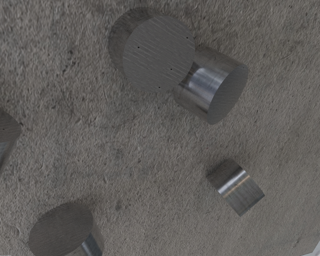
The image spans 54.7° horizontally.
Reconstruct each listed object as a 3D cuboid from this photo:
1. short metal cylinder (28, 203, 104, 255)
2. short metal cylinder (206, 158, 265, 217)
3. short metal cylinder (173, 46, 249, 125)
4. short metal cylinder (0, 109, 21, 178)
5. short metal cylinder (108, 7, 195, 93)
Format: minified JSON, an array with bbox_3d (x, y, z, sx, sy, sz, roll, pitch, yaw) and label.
[{"bbox_3d":[-0.117,0.144,0.396,0.081,0.080,0.050,-23,127,-15],"label":"short metal cylinder"},{"bbox_3d":[0.119,0.094,0.494,0.050,0.080,0.080,-41,129,-1],"label":"short metal cylinder"},{"bbox_3d":[0.062,-0.051,0.373,0.080,0.050,0.080,-39,150,-28],"label":"short metal cylinder"},{"bbox_3d":[-0.177,0.011,0.281,0.080,0.080,0.050,20,108,-36],"label":"short metal cylinder"},{"bbox_3d":[-0.010,-0.084,0.333,0.081,0.050,0.079,-14,124,-21],"label":"short metal cylinder"}]
